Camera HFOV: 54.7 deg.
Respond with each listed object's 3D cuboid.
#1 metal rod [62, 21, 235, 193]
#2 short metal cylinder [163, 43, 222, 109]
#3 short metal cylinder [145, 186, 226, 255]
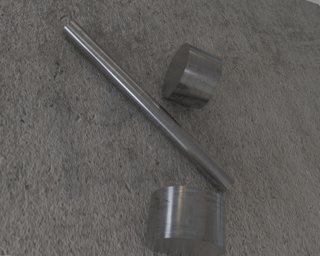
[{"bbox_3d":[-0.016,-0.030,0.412,0.300,0.025,0.025,45,51,3],"label":"metal rod"},{"bbox_3d":[0.044,-0.072,0.436,0.050,0.080,0.080,19,54,-17],"label":"short metal cylinder"},{"bbox_3d":[0.027,0.100,0.322,0.081,0.080,0.050,19,55,-18],"label":"short metal cylinder"}]
